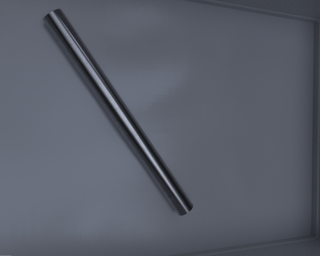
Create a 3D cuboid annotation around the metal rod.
[{"bbox_3d":[-0.046,-0.011,0.394,0.025,0.025,0.299,-37,102,-16],"label":"metal rod"}]
